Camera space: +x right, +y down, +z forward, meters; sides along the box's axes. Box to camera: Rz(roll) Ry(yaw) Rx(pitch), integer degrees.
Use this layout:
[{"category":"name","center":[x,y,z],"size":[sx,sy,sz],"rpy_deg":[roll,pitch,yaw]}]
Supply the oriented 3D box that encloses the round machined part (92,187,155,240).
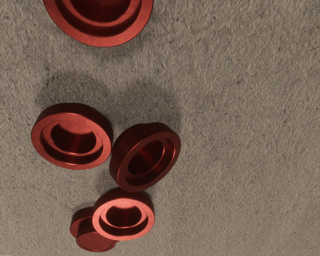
[{"category":"round machined part","center":[-0.058,0.134,0.503],"size":[0.099,0.042,0.097],"rpy_deg":[-3,122,-4]}]

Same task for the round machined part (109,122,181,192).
[{"category":"round machined part","center":[-0.024,0.033,0.403],"size":[0.099,0.042,0.097],"rpy_deg":[-27,139,-26]}]

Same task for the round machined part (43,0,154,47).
[{"category":"round machined part","center":[-0.054,-0.129,0.286],"size":[0.099,0.042,0.097],"rpy_deg":[-1,130,0]}]

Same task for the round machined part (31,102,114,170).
[{"category":"round machined part","center":[-0.109,0.006,0.399],"size":[0.099,0.042,0.097],"rpy_deg":[0,130,0]}]

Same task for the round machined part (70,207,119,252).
[{"category":"round machined part","center":[-0.112,0.186,0.553],"size":[0.099,0.042,0.097],"rpy_deg":[0,130,0]}]
